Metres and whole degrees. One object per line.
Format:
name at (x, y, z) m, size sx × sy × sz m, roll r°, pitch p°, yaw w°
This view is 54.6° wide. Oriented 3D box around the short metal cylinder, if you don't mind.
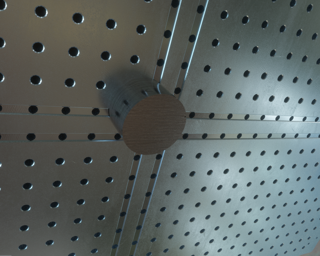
short metal cylinder at (-0.015, -0.014, 0.377) m, size 0.081 × 0.050 × 0.080 m, roll -14°, pitch 124°, yaw -21°
